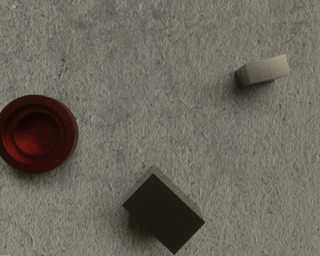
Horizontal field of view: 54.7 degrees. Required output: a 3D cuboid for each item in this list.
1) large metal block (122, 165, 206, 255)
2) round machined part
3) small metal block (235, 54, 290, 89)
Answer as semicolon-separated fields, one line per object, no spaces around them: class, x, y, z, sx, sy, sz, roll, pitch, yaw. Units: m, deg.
large metal block;0.004;0.095;0.383;0.080;0.080;0.050;44;90;-1
round machined part;-0.154;0.007;0.399;0.099;0.042;0.097;0;90;-1
small metal block;0.130;-0.072;0.399;0.050;0.050;0.025;-13;90;0
